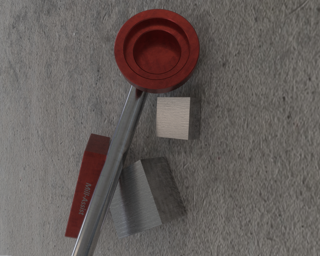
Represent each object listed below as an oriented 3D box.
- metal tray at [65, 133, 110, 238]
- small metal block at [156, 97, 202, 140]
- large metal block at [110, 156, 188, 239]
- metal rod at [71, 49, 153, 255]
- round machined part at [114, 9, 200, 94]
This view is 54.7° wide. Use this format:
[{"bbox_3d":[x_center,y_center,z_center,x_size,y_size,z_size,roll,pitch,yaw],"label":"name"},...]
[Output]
[{"bbox_3d":[-0.104,0.082,0.453,0.090,0.030,0.129,-113,38,-73],"label":"metal tray"},{"bbox_3d":[0.023,-0.013,0.386,0.050,0.025,0.050,5,93,40],"label":"small metal block"},{"bbox_3d":[-0.022,0.091,0.407,0.080,0.050,0.080,-32,71,35],"label":"large metal block"},{"bbox_3d":[-0.054,0.033,0.392,0.025,0.025,0.299,12,80,39],"label":"metal rod"},{"bbox_3d":[-0.003,-0.089,0.376,0.099,0.042,0.097,0,81,2],"label":"round machined part"}]
